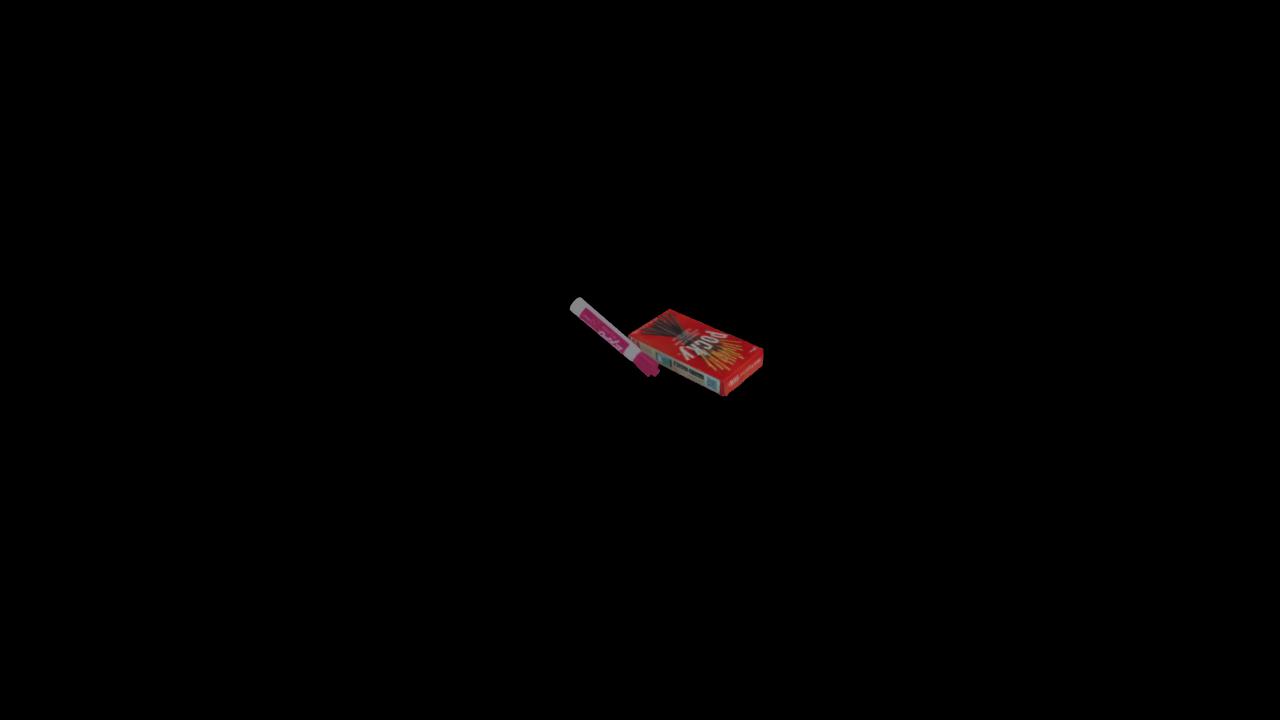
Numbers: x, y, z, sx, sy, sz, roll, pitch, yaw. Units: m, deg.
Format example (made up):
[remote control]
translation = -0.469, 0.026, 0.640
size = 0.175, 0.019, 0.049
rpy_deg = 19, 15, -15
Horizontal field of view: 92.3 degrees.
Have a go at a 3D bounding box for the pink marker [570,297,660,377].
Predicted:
[pink marker]
translation = -0.026, -0.024, 0.663
size = 0.121, 0.020, 0.020
rpy_deg = 41, 10, 12

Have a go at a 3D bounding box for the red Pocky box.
[red Pocky box]
translation = 0.068, -0.014, 0.766
size = 0.155, 0.028, 0.083
rpy_deg = 27, 46, 35
